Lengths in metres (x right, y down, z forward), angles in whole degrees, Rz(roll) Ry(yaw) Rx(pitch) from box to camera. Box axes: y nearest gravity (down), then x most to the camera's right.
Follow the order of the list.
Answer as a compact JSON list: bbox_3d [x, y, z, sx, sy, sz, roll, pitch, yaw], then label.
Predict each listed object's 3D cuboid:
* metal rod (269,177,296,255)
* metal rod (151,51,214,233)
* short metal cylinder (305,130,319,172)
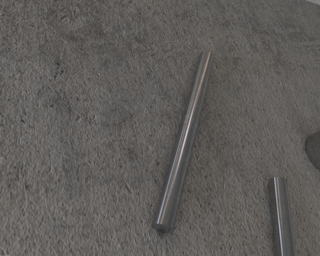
[{"bbox_3d":[0.153,0.199,0.364,0.025,0.025,0.300,20,54,-17],"label":"metal rod"},{"bbox_3d":[0.040,-0.004,0.427,0.025,0.025,0.300,27,52,-12],"label":"metal rod"},{"bbox_3d":[0.296,0.036,0.525,0.081,0.050,0.080,14,56,-21],"label":"short metal cylinder"}]
